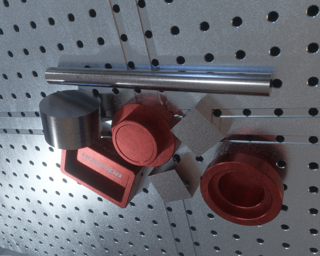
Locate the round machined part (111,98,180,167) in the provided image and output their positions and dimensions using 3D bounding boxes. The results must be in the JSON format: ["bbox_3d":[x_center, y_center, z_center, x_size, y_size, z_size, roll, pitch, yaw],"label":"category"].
[{"bbox_3d":[-0.025,0.012,0.420,0.098,0.042,0.097,12,121,22],"label":"round machined part"}]

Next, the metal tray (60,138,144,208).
[{"bbox_3d":[-0.096,0.063,0.497,0.130,0.030,0.089,27,128,11],"label":"metal tray"}]

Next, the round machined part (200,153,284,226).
[{"bbox_3d":[0.104,0.072,0.390,0.098,0.042,0.097,13,124,21],"label":"round machined part"}]

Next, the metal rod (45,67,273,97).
[{"bbox_3d":[-0.021,-0.060,0.384,0.301,0.025,0.025,6,121,24],"label":"metal rod"}]

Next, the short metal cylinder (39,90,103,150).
[{"bbox_3d":[-0.122,-0.013,0.432,0.080,0.080,0.050,16,125,19],"label":"short metal cylinder"}]

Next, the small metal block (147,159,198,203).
[{"bbox_3d":[0.019,0.078,0.450,0.050,0.025,0.050,-21,108,36],"label":"small metal block"}]

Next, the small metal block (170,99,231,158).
[{"bbox_3d":[0.050,0.001,0.386,0.050,0.025,0.050,44,129,-2],"label":"small metal block"}]
